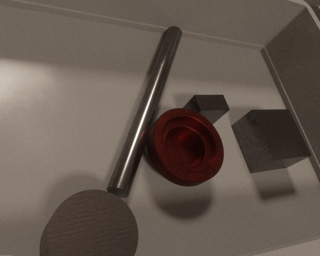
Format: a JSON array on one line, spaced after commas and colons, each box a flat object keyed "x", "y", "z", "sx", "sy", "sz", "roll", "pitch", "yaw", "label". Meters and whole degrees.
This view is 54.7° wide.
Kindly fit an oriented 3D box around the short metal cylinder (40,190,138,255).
[{"x": -0.067, "y": 0.104, "z": 0.291, "sx": 0.081, "sy": 0.050, "sz": 0.080, "roll": 14, "pitch": 56, "yaw": -21, "label": "short metal cylinder"}]

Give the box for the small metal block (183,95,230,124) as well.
[{"x": 0.061, "y": -0.023, "z": 0.438, "sx": 0.050, "sy": 0.050, "sz": 0.025, "roll": -4, "pitch": 64, "yaw": -31, "label": "small metal block"}]

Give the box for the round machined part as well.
[{"x": 0.028, "y": 0.027, "z": 0.393, "sx": 0.099, "sy": 0.042, "sz": 0.098, "roll": 12, "pitch": 59, "yaw": -21, "label": "round machined part"}]

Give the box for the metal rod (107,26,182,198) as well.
[{"x": -0.011, "y": -0.044, "z": 0.428, "sx": 0.025, "sy": 0.025, "sz": 0.300, "roll": 27, "pitch": 52, "yaw": -12, "label": "metal rod"}]

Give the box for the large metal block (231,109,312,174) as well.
[{"x": 0.168, "y": 0.019, "z": 0.471, "sx": 0.081, "sy": 0.050, "sz": 0.080, "roll": -2, "pitch": 63, "yaw": -30, "label": "large metal block"}]
